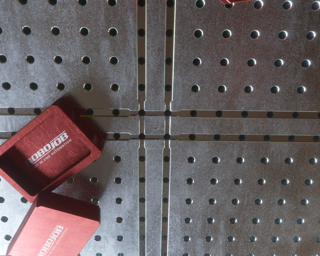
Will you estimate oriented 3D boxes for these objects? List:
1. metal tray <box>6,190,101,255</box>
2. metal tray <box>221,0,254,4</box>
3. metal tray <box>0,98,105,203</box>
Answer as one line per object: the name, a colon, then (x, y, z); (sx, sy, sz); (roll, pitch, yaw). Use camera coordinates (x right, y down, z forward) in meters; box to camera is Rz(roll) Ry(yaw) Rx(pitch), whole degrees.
metal tray: (-0.155, 0.155, 0.448); (0.090, 0.030, 0.129); (25, 114, -24)
metal tray: (0.131, -0.193, 0.341); (0.131, 0.030, 0.089); (-8, 110, 2)
metal tray: (-0.153, 0.033, 0.420); (0.130, 0.030, 0.090); (-36, 107, 12)
